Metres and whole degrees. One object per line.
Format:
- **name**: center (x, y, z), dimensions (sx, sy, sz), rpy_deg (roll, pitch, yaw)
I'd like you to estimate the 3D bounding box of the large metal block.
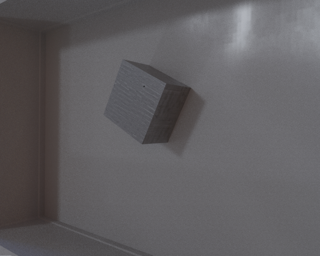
- **large metal block**: center (-0.019, -0.034, 0.404), dimensions (0.080, 0.050, 0.079), rpy_deg (35, 111, 34)
